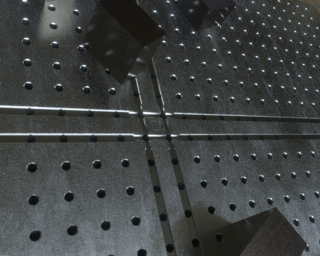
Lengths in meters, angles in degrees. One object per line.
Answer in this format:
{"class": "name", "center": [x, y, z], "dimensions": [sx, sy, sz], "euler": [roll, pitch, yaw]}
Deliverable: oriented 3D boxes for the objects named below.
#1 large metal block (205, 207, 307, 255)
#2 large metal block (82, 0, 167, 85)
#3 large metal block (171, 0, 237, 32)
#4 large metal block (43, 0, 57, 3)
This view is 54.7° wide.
{"class": "large metal block", "center": [0.099, 0.141, 0.342], "dimensions": [0.081, 0.080, 0.050], "euler": [-32, 80, -38]}
{"class": "large metal block", "center": [-0.050, -0.120, 0.420], "dimensions": [0.080, 0.080, 0.050], "euler": [46, 51, 3]}
{"class": "large metal block", "center": [0.083, -0.236, 0.583], "dimensions": [0.081, 0.050, 0.080], "euler": [-29, 78, -38]}
{"class": "large metal block", "center": [-0.157, -0.241, 0.436], "dimensions": [0.050, 0.080, 0.080], "euler": [-32, 80, -38]}
